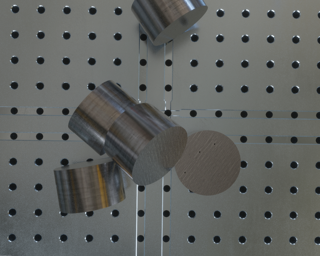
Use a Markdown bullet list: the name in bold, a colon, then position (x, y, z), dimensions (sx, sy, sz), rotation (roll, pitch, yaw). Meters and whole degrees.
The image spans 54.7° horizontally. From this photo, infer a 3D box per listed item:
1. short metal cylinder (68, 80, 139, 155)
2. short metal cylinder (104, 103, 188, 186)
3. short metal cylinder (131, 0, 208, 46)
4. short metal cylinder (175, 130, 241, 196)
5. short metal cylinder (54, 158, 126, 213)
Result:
- **short metal cylinder**: position (-0.065, -0.012, 0.383), dimensions (0.050, 0.080, 0.080), rotation (41, 90, 3)
- **short metal cylinder**: position (-0.015, 0.018, 0.353), dimensions (0.050, 0.080, 0.080), rotation (39, 90, 32)
- **short metal cylinder**: position (0.012, -0.147, 0.386), dimensions (0.080, 0.080, 0.050), rotation (-33, 90, 0)
- **short metal cylinder**: position (0.058, 0.042, 0.402), dimensions (0.081, 0.050, 0.079), rotation (0, 90, -1)
- **short metal cylinder**: position (-0.086, 0.069, 0.385), dimensions (0.081, 0.080, 0.050), rotation (-9, 90, 0)
